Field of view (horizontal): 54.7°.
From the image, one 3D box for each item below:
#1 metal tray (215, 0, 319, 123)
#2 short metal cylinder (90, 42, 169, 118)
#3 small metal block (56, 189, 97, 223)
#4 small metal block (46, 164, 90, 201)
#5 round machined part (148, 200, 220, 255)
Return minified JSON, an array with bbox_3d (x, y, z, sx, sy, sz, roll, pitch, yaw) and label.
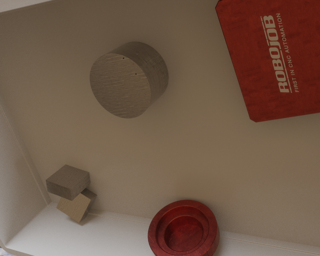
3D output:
[{"bbox_3d":[0.117,-0.074,0.297,0.090,0.030,0.129,-10,114,32],"label":"metal tray"},{"bbox_3d":[-0.036,-0.058,0.374,0.080,0.050,0.079,13,124,20],"label":"short metal cylinder"},{"bbox_3d":[-0.149,0.131,0.553,0.050,0.025,0.050,30,102,9],"label":"small metal block"},{"bbox_3d":[-0.156,0.092,0.528,0.050,0.050,0.025,14,121,20],"label":"small metal block"},{"bbox_3d":[0.036,0.155,0.439,0.098,0.098,0.042,2,132,27],"label":"round machined part"}]
